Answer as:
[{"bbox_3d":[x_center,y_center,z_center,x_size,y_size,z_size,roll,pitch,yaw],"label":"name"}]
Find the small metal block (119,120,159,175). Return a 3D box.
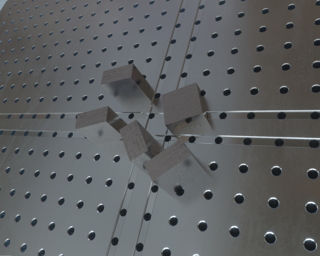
[{"bbox_3d":[-0.022,0.026,0.389,0.025,0.050,0.050,-31,52,9],"label":"small metal block"}]

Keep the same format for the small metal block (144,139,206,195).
[{"bbox_3d":[0.018,0.046,0.355,0.050,0.050,0.025,-35,51,5],"label":"small metal block"}]

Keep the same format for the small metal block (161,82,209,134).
[{"bbox_3d":[0.032,-0.026,0.408,0.050,0.025,0.050,-18,54,17],"label":"small metal block"}]

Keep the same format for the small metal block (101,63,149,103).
[{"bbox_3d":[-0.051,-0.065,0.460,0.050,0.050,0.025,-10,58,23],"label":"small metal block"}]

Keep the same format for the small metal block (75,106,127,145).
[{"bbox_3d":[-0.082,-0.002,0.438,0.050,0.050,0.025,-13,56,21],"label":"small metal block"}]
